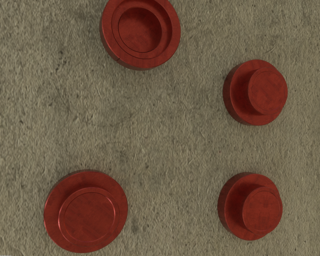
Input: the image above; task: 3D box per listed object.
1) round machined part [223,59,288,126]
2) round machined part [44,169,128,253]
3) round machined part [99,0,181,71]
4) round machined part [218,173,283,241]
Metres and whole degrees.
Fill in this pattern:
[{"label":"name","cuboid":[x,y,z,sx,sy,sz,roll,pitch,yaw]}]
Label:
[{"label":"round machined part","cuboid":[0.146,-0.052,0.453,0.099,0.042,0.097,0,90,-20]},{"label":"round machined part","cuboid":[-0.086,0.100,0.368,0.099,0.042,0.097,0,90,-20]},{"label":"round machined part","cuboid":[-0.027,-0.120,0.390,0.099,0.042,0.097,0,90,-20]},{"label":"round machined part","cuboid":[0.137,0.116,0.451,0.099,0.042,0.097,0,90,-20]}]
